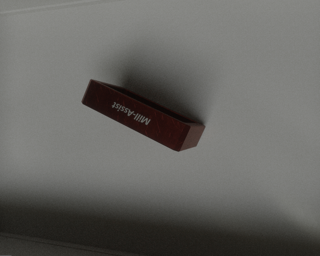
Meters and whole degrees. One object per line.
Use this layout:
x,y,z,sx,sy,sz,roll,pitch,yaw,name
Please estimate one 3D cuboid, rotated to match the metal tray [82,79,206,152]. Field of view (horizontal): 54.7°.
-0.017,-0.016,0.377,0.130,0.090,0.030,26,99,17,metal tray
